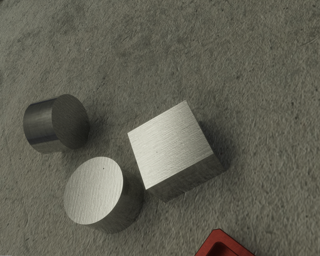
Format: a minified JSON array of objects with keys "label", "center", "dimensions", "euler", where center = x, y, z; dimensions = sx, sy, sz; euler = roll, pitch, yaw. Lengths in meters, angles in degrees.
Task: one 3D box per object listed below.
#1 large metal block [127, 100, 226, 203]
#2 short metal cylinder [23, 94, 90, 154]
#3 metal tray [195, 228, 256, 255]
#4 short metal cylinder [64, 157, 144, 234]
[{"label":"large metal block","center":[0.018,0.028,0.362],"dimensions":[0.080,0.050,0.080],"euler":[-30,52,9]},{"label":"short metal cylinder","center":[-0.148,-0.005,0.449],"dimensions":[0.050,0.080,0.080],"euler":[-10,57,23]},{"label":"metal tray","center":[0.076,0.161,0.261],"dimensions":[0.130,0.030,0.090],"euler":[31,79,37]},{"label":"short metal cylinder","center":[-0.067,0.081,0.373],"dimensions":[0.080,0.050,0.080],"euler":[-13,56,21]}]
